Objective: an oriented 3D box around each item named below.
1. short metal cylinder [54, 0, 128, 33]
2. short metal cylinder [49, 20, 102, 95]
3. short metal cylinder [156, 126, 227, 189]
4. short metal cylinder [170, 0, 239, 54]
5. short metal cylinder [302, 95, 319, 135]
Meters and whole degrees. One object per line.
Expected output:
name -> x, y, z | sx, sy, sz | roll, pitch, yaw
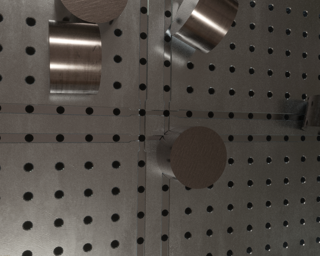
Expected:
short metal cylinder -> -0.083, -0.158, 0.369 | 0.081, 0.050, 0.079 | 0, 90, -21
short metal cylinder -> -0.098, -0.077, 0.348 | 0.050, 0.080, 0.079 | -1, 91, -20
short metal cylinder -> 0.041, 0.037, 0.416 | 0.081, 0.050, 0.079 | 0, 90, -21
short metal cylinder -> 0.056, -0.145, 0.405 | 0.050, 0.080, 0.080 | 26, 81, -19
short metal cylinder -> 0.271, -0.017, 0.486 | 0.081, 0.080, 0.050 | 15, 85, -20
